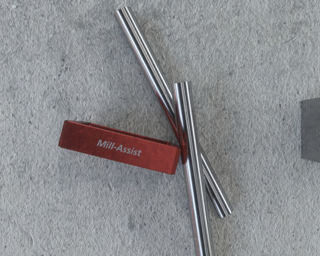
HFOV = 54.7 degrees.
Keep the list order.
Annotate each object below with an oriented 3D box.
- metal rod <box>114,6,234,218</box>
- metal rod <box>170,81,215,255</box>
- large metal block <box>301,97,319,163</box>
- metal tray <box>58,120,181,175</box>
[{"bbox_3d":[0.018,-0.020,0.410,0.025,0.025,0.299,-27,90,0],"label":"metal rod"},{"bbox_3d":[0.047,0.091,0.392,0.025,0.025,0.298,-9,97,0],"label":"metal rod"},{"bbox_3d":[0.219,0.002,0.385,0.050,0.080,0.079,0,90,0],"label":"large metal block"},{"bbox_3d":[-0.044,0.021,0.376,0.131,0.090,0.030,14,90,-1],"label":"metal tray"}]
